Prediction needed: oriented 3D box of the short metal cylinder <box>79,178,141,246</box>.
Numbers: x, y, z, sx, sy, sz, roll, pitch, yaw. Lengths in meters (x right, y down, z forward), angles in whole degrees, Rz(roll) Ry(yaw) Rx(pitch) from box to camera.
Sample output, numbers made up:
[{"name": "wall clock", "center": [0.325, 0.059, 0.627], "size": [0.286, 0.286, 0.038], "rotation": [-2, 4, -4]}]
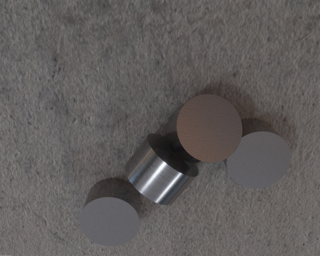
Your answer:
[{"name": "short metal cylinder", "center": [-0.068, 0.118, 0.439], "size": [0.081, 0.050, 0.079], "rotation": [0, 110, -1]}]

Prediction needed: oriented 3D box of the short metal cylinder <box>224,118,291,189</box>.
[{"name": "short metal cylinder", "center": [0.123, 0.033, 0.410], "size": [0.081, 0.050, 0.079], "rotation": [0, 110, -1]}]

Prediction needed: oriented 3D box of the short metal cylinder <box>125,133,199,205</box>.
[{"name": "short metal cylinder", "center": [0.002, 0.052, 0.399], "size": [0.080, 0.080, 0.050], "rotation": [34, 108, -12]}]

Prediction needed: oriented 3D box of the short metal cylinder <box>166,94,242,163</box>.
[{"name": "short metal cylinder", "center": [0.053, 0.003, 0.380], "size": [0.081, 0.050, 0.080], "rotation": [2, 82, -13]}]
